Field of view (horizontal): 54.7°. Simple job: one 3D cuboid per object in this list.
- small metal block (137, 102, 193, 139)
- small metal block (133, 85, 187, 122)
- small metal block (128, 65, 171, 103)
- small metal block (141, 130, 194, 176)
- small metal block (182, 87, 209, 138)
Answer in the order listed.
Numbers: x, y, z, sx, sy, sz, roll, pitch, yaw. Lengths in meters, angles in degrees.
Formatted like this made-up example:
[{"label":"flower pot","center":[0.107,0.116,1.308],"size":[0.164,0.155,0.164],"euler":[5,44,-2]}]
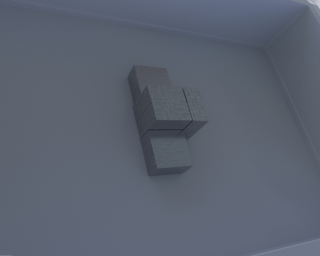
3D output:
[{"label":"small metal block","center":[0.005,-0.009,0.395],"size":[0.050,0.050,0.025],"euler":[0,62,-28]},{"label":"small metal block","center":[-0.001,-0.031,0.405],"size":[0.050,0.050,0.025],"euler":[0,62,-28]},{"label":"small metal block","center":[-0.013,-0.058,0.432],"size":[0.050,0.025,0.050],"euler":[0,62,-28]},{"label":"small metal block","center":[0.008,0.030,0.389],"size":[0.050,0.025,0.050],"euler":[0,62,-28]},{"label":"small metal block","center":[0.036,-0.019,0.418],"size":[0.025,0.050,0.050],"euler":[0,62,-28]}]
